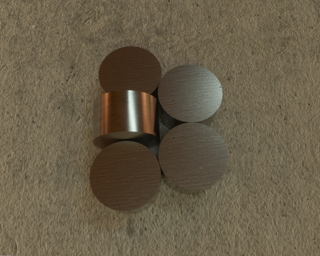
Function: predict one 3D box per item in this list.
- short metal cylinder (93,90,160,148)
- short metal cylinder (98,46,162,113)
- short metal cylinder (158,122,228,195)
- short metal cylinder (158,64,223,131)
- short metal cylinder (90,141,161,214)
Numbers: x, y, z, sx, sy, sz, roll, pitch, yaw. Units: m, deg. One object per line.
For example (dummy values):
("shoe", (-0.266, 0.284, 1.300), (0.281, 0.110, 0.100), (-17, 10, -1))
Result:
("short metal cylinder", (-0.041, -0.006, 0.382), (0.081, 0.080, 0.050), (-3, 70, -1))
("short metal cylinder", (-0.038, -0.062, 0.418), (0.080, 0.050, 0.080), (0, 70, 1))
("short metal cylinder", (0.039, 0.039, 0.381), (0.080, 0.050, 0.080), (0, 70, 1))
("short metal cylinder", (0.038, -0.036, 0.409), (0.081, 0.050, 0.080), (0, 71, 0))
("short metal cylinder", (-0.039, 0.061, 0.373), (0.080, 0.050, 0.080), (0, 70, 1))
